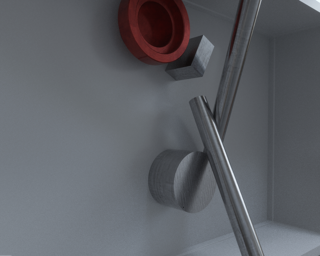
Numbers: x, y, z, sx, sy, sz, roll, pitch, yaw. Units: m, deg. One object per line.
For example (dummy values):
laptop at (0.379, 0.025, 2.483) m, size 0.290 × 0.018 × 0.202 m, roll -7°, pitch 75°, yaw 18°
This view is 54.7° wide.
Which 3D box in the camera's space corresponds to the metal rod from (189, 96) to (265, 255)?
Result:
metal rod at (0.093, 0.096, 0.383) m, size 0.025 × 0.025 × 0.299 m, roll 0°, pitch 65°, yaw -40°

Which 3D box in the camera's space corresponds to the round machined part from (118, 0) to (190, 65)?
round machined part at (-0.012, -0.127, 0.387) m, size 0.099 × 0.042 × 0.097 m, roll 0°, pitch 90°, yaw -40°

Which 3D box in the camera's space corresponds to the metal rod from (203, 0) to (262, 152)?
metal rod at (0.093, -0.068, 0.404) m, size 0.025 × 0.025 × 0.298 m, roll -16°, pitch 126°, yaw -39°

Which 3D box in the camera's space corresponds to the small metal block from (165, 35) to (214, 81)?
small metal block at (0.040, -0.095, 0.426) m, size 0.025 × 0.050 × 0.050 m, roll 35°, pitch 68°, yaw -35°

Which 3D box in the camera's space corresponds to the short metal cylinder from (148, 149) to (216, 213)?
short metal cylinder at (0.031, 0.070, 0.419) m, size 0.081 × 0.050 × 0.079 m, roll 0°, pitch 90°, yaw -40°
